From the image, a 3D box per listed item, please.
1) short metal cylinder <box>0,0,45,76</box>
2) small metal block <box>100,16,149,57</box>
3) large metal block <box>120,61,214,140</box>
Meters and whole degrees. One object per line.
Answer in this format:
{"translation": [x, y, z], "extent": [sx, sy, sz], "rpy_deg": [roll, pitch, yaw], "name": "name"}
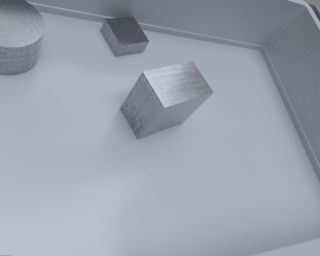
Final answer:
{"translation": [-0.180, -0.108, 0.359], "extent": [0.081, 0.050, 0.080], "rpy_deg": [14, 56, -21], "name": "short metal cylinder"}
{"translation": [-0.053, -0.137, 0.462], "extent": [0.050, 0.025, 0.050], "rpy_deg": [-20, 73, -36], "name": "small metal block"}
{"translation": [0.007, -0.035, 0.397], "extent": [0.081, 0.080, 0.050], "rpy_deg": [-20, 73, -36], "name": "large metal block"}
